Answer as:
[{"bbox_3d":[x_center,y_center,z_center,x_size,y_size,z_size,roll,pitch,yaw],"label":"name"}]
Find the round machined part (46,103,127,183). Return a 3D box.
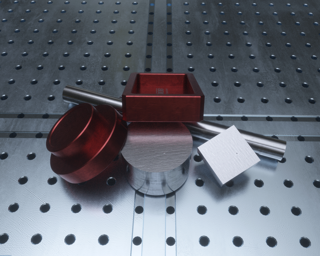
[{"bbox_3d":[-0.089,0.010,0.352,0.098,0.042,0.098,-24,40,22],"label":"round machined part"}]

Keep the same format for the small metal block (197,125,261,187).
[{"bbox_3d":[0.079,0.033,0.361,0.050,0.025,0.050,-32,72,-5],"label":"small metal block"}]

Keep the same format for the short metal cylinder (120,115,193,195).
[{"bbox_3d":[-0.004,0.031,0.361,0.081,0.050,0.080,0,50,0],"label":"short metal cylinder"}]

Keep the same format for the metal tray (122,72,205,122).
[{"bbox_3d":[0.003,-0.044,0.398,0.091,0.030,0.130,0,21,-1],"label":"metal tray"}]

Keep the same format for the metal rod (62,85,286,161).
[{"bbox_3d":[0.009,-0.011,0.412,0.301,0.025,0.025,15,52,12],"label":"metal rod"}]
